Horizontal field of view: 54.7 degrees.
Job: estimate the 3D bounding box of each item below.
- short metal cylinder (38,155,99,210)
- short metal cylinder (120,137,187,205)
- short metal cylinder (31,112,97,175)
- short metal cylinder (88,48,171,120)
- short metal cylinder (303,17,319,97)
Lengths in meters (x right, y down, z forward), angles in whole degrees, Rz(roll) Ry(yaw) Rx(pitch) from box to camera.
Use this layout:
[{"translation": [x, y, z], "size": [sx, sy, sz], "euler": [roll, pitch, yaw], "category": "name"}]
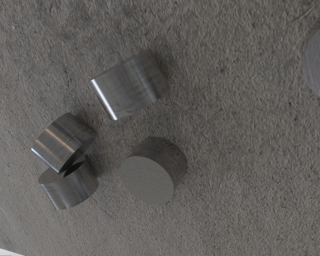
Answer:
[{"translation": [-0.147, 0.086, 0.502], "size": [0.080, 0.080, 0.050], "euler": [-9, 114, 32], "category": "short metal cylinder"}, {"translation": [-0.008, 0.059, 0.432], "size": [0.080, 0.050, 0.079], "euler": [13, 124, 21], "category": "short metal cylinder"}, {"translation": [-0.141, 0.023, 0.460], "size": [0.050, 0.080, 0.080], "euler": [41, 129, 0], "category": "short metal cylinder"}, {"translation": [-0.035, -0.051, 0.358], "size": [0.080, 0.080, 0.050], "euler": [-17, 110, 35], "category": "short metal cylinder"}, {"translation": [0.167, -0.064, 0.263], "size": [0.080, 0.050, 0.079], "euler": [13, 124, 21], "category": "short metal cylinder"}]
